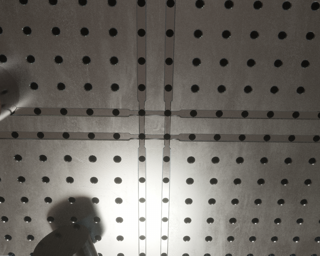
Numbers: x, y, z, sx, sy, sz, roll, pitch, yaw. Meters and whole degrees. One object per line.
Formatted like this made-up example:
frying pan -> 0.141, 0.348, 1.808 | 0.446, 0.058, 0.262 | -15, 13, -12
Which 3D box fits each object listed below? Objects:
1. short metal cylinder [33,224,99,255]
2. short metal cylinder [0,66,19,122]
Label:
short metal cylinder -> -0.135, 0.187, 0.451 | 0.080, 0.080, 0.050 | -13, 110, 4
short metal cylinder -> -0.225, -0.039, 0.382 | 0.081, 0.050, 0.079 | 0, 110, -1
